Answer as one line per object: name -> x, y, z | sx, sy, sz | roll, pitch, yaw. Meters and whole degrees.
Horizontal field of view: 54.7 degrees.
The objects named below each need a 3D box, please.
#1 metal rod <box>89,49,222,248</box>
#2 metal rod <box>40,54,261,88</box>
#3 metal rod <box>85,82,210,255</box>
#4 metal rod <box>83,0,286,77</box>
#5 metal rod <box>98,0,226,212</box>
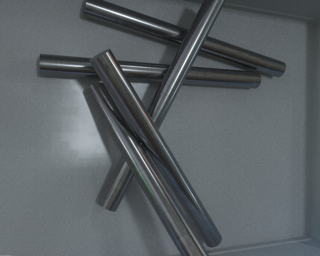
metal rod -> 0.007, 0.042, 0.381 | 0.025, 0.025, 0.299 | -38, 115, -16
metal rod -> 0.002, -0.073, 0.412 | 0.303, 0.025, 0.025 | 0, 90, -21
metal rod -> -0.002, 0.073, 0.344 | 0.025, 0.025, 0.299 | -28, 74, -18
metal rod -> 0.048, -0.120, 0.429 | 0.302, 0.025, 0.025 | 12, 86, -20
metal rod -> 0.003, -0.034, 0.391 | 0.025, 0.025, 0.299 | 28, 89, -18
